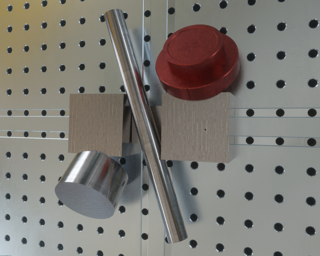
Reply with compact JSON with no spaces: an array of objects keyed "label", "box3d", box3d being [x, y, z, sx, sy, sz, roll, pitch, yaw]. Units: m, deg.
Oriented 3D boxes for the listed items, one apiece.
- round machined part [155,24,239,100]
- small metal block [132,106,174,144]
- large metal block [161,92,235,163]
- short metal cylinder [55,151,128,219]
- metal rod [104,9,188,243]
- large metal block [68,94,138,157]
[{"label":"round machined part","box3d":[0.041,-0.083,0.363,0.098,0.042,0.098,-9,53,12]},{"label":"small metal block","box3d":[-0.009,-0.004,0.416,0.050,0.025,0.050,1,90,20]},{"label":"large metal block","box3d":[0.048,-0.001,0.383,0.080,0.050,0.079,1,90,20]},{"label":"short metal cylinder","box3d":[-0.088,0.076,0.408,0.080,0.050,0.080,11,136,11]},{"label":"metal rod","box3d":[-0.020,-0.007,0.392,0.025,0.025,0.299,-18,84,19]},{"label":"large metal block","box3d":[-0.076,-0.005,0.427,0.080,0.050,0.079,2,91,20]}]
